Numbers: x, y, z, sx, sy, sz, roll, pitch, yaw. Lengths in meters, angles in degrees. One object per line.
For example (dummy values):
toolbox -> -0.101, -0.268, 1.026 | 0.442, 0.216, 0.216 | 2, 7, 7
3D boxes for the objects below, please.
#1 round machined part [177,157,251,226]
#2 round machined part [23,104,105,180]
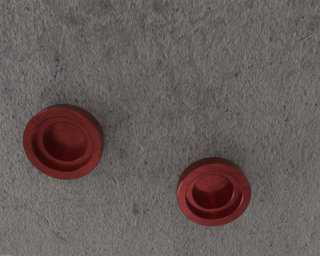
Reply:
round machined part -> 0.072, 0.084, 0.432 | 0.099, 0.042, 0.097 | 0, 110, 0
round machined part -> -0.121, 0.015, 0.405 | 0.099, 0.042, 0.097 | 0, 110, 0
